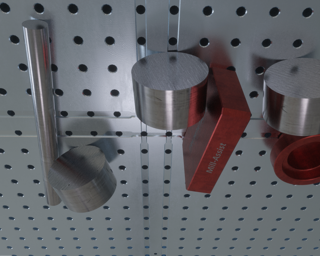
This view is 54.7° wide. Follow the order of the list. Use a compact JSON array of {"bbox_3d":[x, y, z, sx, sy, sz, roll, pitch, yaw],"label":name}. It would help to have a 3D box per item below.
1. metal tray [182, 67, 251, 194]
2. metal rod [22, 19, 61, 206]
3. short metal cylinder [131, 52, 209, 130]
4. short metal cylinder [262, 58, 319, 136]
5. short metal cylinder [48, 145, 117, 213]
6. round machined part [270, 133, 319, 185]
[{"bbox_3d":[0.061,0.005,0.373,0.030,0.090,0.129,10,130,-8],"label":"metal tray"},{"bbox_3d":[-0.151,0.005,0.414,0.025,0.025,0.298,7,130,-6],"label":"metal rod"},{"bbox_3d":[0.011,-0.042,0.339,0.080,0.080,0.050,-1,130,1],"label":"short metal cylinder"},{"bbox_3d":[0.157,-0.036,0.346,0.080,0.080,0.050,-8,130,6],"label":"short metal cylinder"},{"bbox_3d":[-0.107,0.070,0.434,0.080,0.080,0.050,-10,129,8],"label":"short metal cylinder"},{"bbox_3d":[0.202,0.032,0.429,0.099,0.042,0.097,0,130,0],"label":"round machined part"}]
